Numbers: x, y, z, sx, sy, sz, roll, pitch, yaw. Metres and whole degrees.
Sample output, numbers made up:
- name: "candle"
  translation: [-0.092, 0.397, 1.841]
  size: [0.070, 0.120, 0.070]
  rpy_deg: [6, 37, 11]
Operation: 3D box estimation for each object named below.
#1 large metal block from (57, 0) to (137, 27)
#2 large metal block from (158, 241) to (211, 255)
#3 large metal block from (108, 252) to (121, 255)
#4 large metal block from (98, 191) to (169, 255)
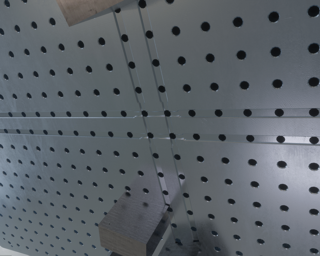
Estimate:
- name: "large metal block"
  translation: [-0.050, -0.148, 0.311]
  size: [0.080, 0.080, 0.050]
  rpy_deg: [-10, 113, 33]
- name: "large metal block"
  translation: [0.048, 0.241, 0.519]
  size: [0.080, 0.050, 0.080]
  rpy_deg: [-19, 108, 35]
- name: "large metal block"
  translation: [-0.089, 0.274, 0.593]
  size: [0.050, 0.080, 0.080]
  rpy_deg: [37, 129, 3]
- name: "large metal block"
  translation: [-0.040, 0.156, 0.494]
  size: [0.080, 0.080, 0.050]
  rpy_deg: [15, 124, 20]
